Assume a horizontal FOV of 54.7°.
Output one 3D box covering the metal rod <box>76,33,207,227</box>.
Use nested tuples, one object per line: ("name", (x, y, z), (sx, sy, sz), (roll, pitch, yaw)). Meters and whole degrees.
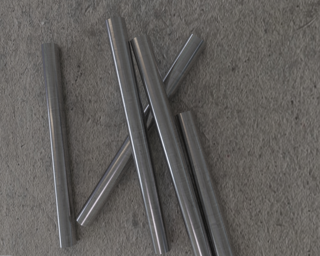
("metal rod", (-0.030, 0.011, 0.419), (0.025, 0.025, 0.299), (36, 101, 16))

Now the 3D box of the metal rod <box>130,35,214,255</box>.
("metal rod", (0.018, 0.033, 0.384), (0.025, 0.025, 0.298), (-16, 92, 19))

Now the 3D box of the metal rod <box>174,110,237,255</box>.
("metal rod", (0.072, 0.124, 0.383), (0.025, 0.025, 0.299), (-18, 84, 19))

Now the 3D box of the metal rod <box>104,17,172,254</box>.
("metal rod", (-0.026, 0.014, 0.392), (0.025, 0.025, 0.298), (-9, 96, 20))

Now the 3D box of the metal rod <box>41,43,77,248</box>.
("metal rod", (-0.151, 0.024, 0.462), (0.025, 0.025, 0.298), (-7, 88, 20))
